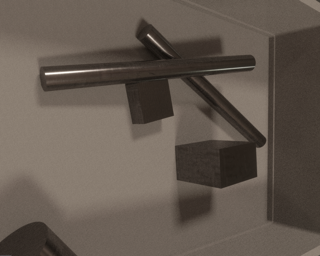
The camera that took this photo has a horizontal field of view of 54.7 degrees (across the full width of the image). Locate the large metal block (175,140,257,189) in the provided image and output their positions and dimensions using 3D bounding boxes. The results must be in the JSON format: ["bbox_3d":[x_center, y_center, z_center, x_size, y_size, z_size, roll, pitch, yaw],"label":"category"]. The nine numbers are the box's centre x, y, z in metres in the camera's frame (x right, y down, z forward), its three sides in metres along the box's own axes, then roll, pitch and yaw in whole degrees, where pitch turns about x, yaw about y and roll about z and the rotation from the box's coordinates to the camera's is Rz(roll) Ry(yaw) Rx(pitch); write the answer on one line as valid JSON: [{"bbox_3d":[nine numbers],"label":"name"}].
[{"bbox_3d":[0.079,0.047,0.440,0.081,0.080,0.050,-6,94,-40],"label":"large metal block"}]

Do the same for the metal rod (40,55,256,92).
[{"bbox_3d":[0.009,-0.074,0.390,0.303,0.025,0.025,-11,98,-32],"label":"metal rod"}]

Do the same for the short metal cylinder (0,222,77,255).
[{"bbox_3d":[-0.118,0.132,0.274,0.080,0.080,0.050,-47,119,-30],"label":"short metal cylinder"}]

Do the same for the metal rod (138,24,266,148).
[{"bbox_3d":[0.081,-0.048,0.476,0.301,0.025,0.025,36,68,-34],"label":"metal rod"}]

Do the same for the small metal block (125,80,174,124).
[{"bbox_3d":[-0.013,-0.035,0.398,0.050,0.025,0.050,-17,101,-39],"label":"small metal block"}]
